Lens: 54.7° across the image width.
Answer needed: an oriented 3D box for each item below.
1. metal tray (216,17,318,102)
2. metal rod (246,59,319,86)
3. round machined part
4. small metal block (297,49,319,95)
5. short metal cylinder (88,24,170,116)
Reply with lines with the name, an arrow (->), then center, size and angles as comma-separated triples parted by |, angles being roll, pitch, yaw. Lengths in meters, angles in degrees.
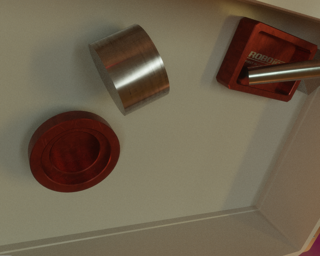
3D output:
metal tray -> 0.151, -0.091, 0.434 | 0.131, 0.030, 0.089 | 7, 115, -32
metal rod -> 0.267, -0.083, 0.396 | 0.301, 0.025, 0.025 | -5, 126, 9
round machined part -> -0.100, 0.023, 0.358 | 0.099, 0.042, 0.097 | -14, 125, -21
small metal block -> 0.237, -0.089, 0.487 | 0.050, 0.025, 0.050 | -41, 130, -1
short metal cylinder -> -0.032, -0.059, 0.320 | 0.050, 0.080, 0.080 | -28, 128, -11
